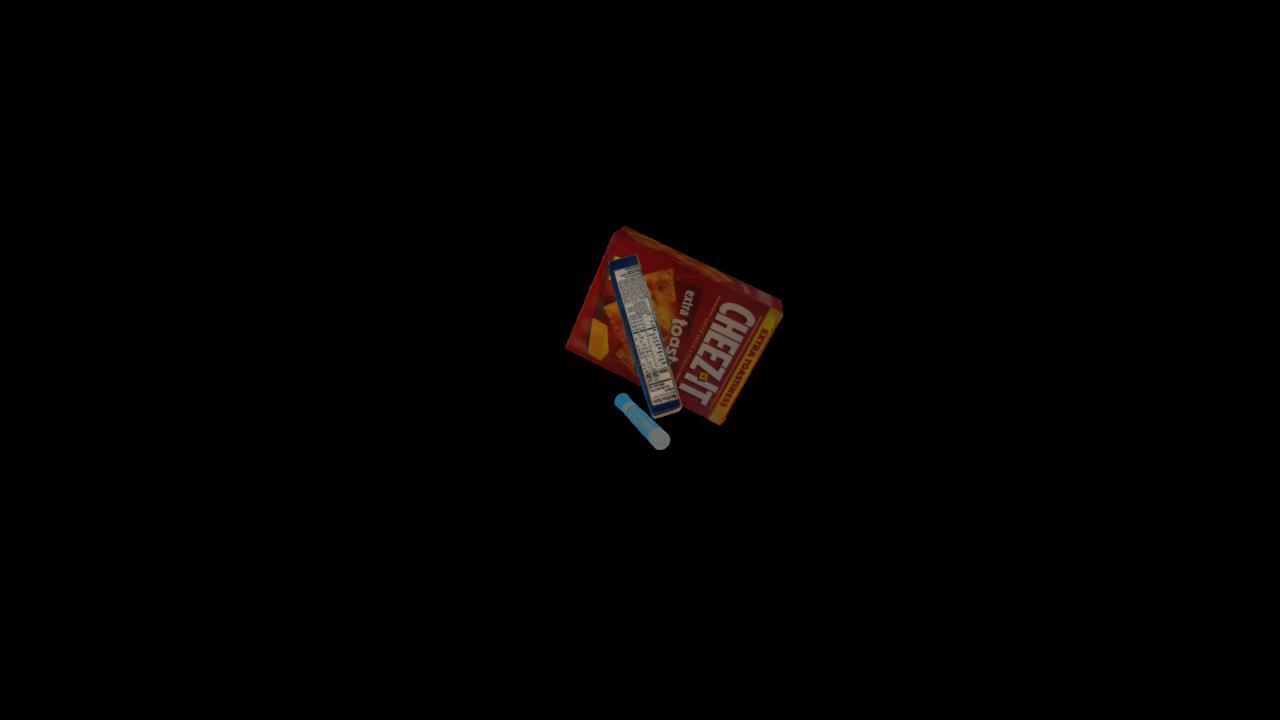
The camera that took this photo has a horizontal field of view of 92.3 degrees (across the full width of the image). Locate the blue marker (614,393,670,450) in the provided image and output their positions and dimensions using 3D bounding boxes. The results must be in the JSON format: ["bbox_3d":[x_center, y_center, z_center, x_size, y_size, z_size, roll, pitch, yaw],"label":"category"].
[{"bbox_3d":[-0.001,0.062,0.653,0.020,0.020,0.121,0,17,-23],"label":"blue marker"}]

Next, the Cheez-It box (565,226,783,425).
[{"bbox_3d":[0.040,-0.042,0.764,0.223,0.166,0.071,26,23,0],"label":"Cheez-It box"}]

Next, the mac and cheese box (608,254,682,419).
[{"bbox_3d":[0.006,-0.024,0.727,0.041,0.184,0.093,-16,-7,-2],"label":"mac and cheese box"}]
